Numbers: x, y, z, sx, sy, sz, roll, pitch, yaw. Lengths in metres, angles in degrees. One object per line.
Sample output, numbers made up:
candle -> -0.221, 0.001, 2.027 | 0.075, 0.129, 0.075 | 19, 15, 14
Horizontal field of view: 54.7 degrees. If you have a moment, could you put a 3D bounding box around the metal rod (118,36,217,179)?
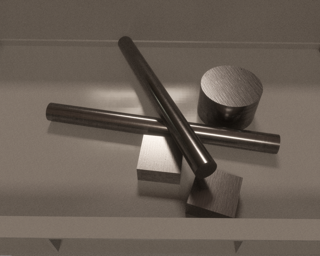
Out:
metal rod -> -0.006, -0.050, 0.422 | 0.025, 0.025, 0.300 | -16, 45, -14

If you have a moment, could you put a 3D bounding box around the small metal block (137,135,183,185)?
small metal block -> 0.002, 0.038, 0.374 | 0.050, 0.025, 0.050 | 6, 50, 4

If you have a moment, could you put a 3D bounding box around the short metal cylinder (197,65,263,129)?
short metal cylinder -> 0.094, -0.041, 0.424 | 0.081, 0.050, 0.080 | 0, 50, 0

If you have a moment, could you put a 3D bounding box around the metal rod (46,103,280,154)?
metal rod -> -0.001, -0.001, 0.405 | 0.302, 0.025, 0.025 | 8, 51, 6

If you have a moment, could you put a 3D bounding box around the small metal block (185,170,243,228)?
small metal block -> 0.060, 0.075, 0.343 | 0.050, 0.025, 0.050 | 15, 52, 12
